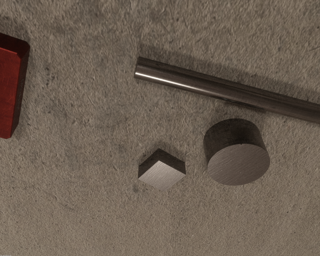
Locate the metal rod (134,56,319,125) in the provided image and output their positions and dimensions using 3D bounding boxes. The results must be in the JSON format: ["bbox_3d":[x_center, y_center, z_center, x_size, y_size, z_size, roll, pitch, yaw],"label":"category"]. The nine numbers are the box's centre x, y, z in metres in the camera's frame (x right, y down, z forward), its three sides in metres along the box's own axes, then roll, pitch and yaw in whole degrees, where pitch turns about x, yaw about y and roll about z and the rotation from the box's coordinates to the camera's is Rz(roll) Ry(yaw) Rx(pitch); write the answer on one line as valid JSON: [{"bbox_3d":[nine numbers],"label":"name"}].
[{"bbox_3d":[0.118,-0.036,0.378,0.302,0.025,0.025,13,129,-11],"label":"metal rod"}]

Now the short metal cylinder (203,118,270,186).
[{"bbox_3d":[0.102,0.033,0.421,0.081,0.050,0.079,0,130,0],"label":"short metal cylinder"}]

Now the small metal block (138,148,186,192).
[{"bbox_3d":[0.003,0.064,0.462,0.050,0.025,0.050,31,123,-24],"label":"small metal block"}]

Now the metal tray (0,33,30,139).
[{"bbox_3d":[-0.209,-0.052,0.357,0.091,0.030,0.129,17,128,-15],"label":"metal tray"}]
